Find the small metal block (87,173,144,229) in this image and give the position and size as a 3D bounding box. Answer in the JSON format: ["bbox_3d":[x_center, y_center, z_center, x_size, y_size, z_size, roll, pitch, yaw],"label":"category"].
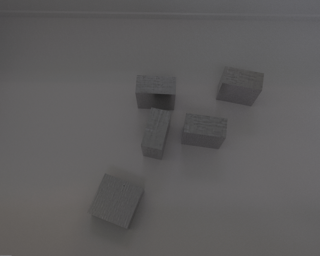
[{"bbox_3d":[-0.052,0.089,0.376,0.050,0.025,0.050,20,71,7],"label":"small metal block"}]

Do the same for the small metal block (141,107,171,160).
[{"bbox_3d":[-0.004,0.009,0.393,0.025,0.050,0.050,13,71,5],"label":"small metal block"}]

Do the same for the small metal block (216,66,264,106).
[{"bbox_3d":[0.106,-0.055,0.417,0.050,0.050,0.025,11,71,4],"label":"small metal block"}]

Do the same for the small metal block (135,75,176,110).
[{"bbox_3d":[-0.005,-0.046,0.413,0.050,0.050,0.025,3,70,1],"label":"small metal block"}]

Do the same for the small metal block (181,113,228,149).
[{"bbox_3d":[0.055,0.005,0.395,0.050,0.050,0.025,8,71,3],"label":"small metal block"}]
